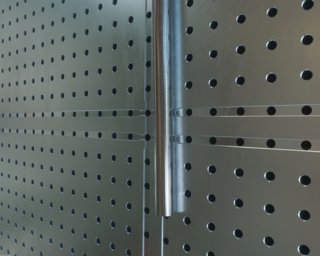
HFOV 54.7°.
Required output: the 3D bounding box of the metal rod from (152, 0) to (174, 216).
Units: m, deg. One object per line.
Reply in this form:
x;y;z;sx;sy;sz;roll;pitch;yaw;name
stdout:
0.004;-0.038;0.404;0.025;0.025;0.298;-1;89;39;metal rod
